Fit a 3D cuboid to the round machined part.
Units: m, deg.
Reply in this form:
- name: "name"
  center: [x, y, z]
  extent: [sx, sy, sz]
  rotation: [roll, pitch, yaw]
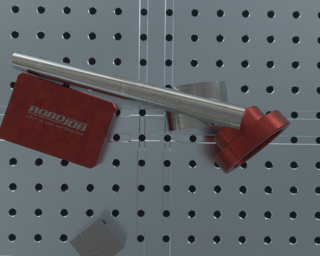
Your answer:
- name: "round machined part"
  center: [0.106, 0.010, 0.382]
  extent: [0.098, 0.098, 0.042]
  rotation: [-37, 72, 0]

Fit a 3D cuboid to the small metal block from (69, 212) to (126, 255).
- name: "small metal block"
  center: [-0.082, 0.151, 0.412]
  extent: [0.050, 0.025, 0.050]
  rotation: [-39, 91, 0]

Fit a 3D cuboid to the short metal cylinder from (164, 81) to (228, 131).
- name: "short metal cylinder"
  center: [0.045, -0.026, 0.387]
  extent: [0.081, 0.080, 0.050]
  rotation: [-8, 90, 0]

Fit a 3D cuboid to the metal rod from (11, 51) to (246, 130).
- name: "metal rod"
  center: [-0.052, -0.049, 0.364]
  extent: [0.301, 0.025, 0.025]
  rotation: [16, 90, 19]

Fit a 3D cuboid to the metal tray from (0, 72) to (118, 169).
- name: "metal tray"
  center: [-0.132, -0.010, 0.409]
  extent: [0.131, 0.030, 0.090]
  rotation: [19, 90, -1]
